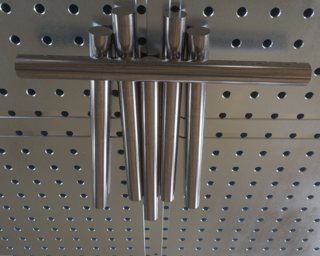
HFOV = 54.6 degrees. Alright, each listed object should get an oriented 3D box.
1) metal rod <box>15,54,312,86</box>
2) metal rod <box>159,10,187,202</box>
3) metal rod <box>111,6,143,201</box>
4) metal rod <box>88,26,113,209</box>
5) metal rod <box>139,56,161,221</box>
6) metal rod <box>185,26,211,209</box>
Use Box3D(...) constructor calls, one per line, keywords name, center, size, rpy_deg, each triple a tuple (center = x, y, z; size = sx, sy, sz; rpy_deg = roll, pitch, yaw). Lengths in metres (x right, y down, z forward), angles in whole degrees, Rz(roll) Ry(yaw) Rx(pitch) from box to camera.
Box3D(name="metal rod", center=(0.005, -0.061, 0.327), size=(0.302, 0.025, 0.025), rpy_deg=(1, 130, -2))
Box3D(name="metal rod", center=(0.013, -0.002, 0.411), size=(0.025, 0.025, 0.298), rpy_deg=(0, 130, -1))
Box3D(name="metal rod", center=(-0.038, -0.004, 0.408), size=(0.025, 0.025, 0.298), rpy_deg=(0, 130, 0))
Box3D(name="metal rod", center=(-0.081, 0.011, 0.419), size=(0.025, 0.025, 0.298), rpy_deg=(5, 130, -5))
Box3D(name="metal rod", center=(-0.013, 0.039, 0.444), size=(0.025, 0.025, 0.298), rpy_deg=(0, 131, -1))
Box3D(name="metal rod", center=(0.047, 0.012, 0.422), size=(0.025, 0.025, 0.298), rpy_deg=(-2, 130, 1))
